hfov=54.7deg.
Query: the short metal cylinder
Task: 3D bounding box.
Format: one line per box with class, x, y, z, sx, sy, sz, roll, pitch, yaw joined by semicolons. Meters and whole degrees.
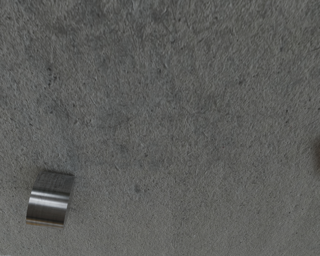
short metal cylinder;-0.160;0.108;0.461;0.050;0.080;0.079;12;129;-10
